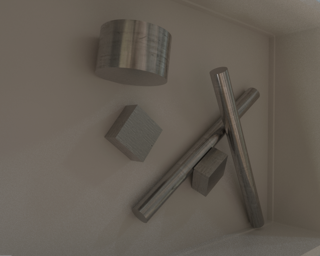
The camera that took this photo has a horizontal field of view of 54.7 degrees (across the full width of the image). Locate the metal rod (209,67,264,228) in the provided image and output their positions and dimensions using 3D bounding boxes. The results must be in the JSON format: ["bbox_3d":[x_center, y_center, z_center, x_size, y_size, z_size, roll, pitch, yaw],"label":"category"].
[{"bbox_3d":[0.128,0.046,0.491,0.025,0.025,0.299,-40,122,-33],"label":"metal rod"}]

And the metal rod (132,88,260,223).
[{"bbox_3d":[0.070,0.024,0.467,0.302,0.025,0.025,-42,116,-32],"label":"metal rod"}]

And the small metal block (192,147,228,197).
[{"bbox_3d":[0.073,0.064,0.456,0.050,0.025,0.050,-42,148,-32],"label":"small metal block"}]

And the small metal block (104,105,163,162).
[{"bbox_3d":[-0.031,0.007,0.382,0.050,0.025,0.050,46,62,-31],"label":"small metal block"}]

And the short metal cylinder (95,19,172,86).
[{"bbox_3d":[-0.029,-0.081,0.348,0.081,0.080,0.050,10,84,-40],"label":"short metal cylinder"}]
